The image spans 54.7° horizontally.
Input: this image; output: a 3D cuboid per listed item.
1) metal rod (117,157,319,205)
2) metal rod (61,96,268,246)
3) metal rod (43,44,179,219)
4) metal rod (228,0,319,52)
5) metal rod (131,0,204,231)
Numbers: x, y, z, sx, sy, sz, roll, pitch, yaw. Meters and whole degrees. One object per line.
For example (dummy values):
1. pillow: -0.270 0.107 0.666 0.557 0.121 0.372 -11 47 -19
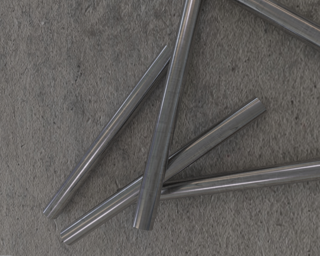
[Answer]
1. metal rod: 0.084 0.066 0.379 0.301 0.025 0.025 -12 86 19
2. metal rod: -0.001 0.058 0.388 0.300 0.025 0.025 -35 79 8
3. metal rod: -0.074 0.013 0.435 0.025 0.025 0.299 42 103 15
4. metal rod: 0.084 -0.171 0.378 0.300 0.025 0.025 37 102 16
5. metal rod: 0.013 -0.030 0.374 0.025 0.025 0.299 10 82 19
